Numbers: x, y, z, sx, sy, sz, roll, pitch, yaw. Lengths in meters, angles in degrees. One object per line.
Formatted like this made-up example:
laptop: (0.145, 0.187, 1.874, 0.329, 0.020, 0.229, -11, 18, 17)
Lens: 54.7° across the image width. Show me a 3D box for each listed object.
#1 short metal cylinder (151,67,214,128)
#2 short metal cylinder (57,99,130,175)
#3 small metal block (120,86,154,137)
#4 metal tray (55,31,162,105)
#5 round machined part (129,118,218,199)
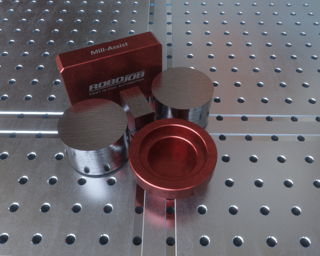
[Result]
short metal cylinder: (0.029, -0.037, 0.418, 0.081, 0.050, 0.080, 0, 50, 0)
short metal cylinder: (-0.078, 0.010, 0.377, 0.081, 0.050, 0.080, 0, 50, 0)
small metal block: (-0.029, -0.017, 0.400, 0.025, 0.050, 0.050, -20, 53, -16)
metal tray: (-0.062, -0.070, 0.418, 0.131, 0.090, 0.030, -19, 53, -15)
round machined part: (0.014, 0.039, 0.359, 0.099, 0.042, 0.098, 0, 50, 0)
